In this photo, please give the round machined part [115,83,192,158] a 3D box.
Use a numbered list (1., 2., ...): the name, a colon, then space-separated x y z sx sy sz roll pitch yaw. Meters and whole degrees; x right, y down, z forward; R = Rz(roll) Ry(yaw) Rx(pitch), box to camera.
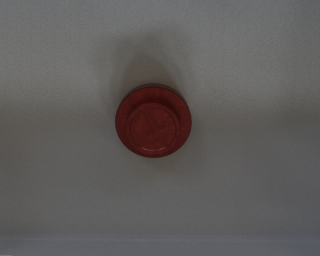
1. round machined part: -0.008 -0.005 0.397 0.099 0.042 0.097 0 110 0
